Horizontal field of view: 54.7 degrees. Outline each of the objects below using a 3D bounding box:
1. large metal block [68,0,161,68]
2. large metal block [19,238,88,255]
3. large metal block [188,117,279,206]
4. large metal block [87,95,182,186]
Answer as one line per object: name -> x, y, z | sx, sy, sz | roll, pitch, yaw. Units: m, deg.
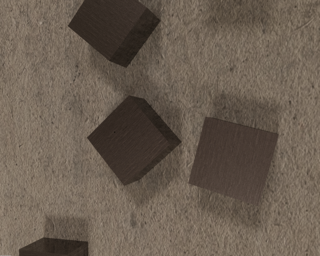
large metal block -> -0.061, -0.141, 0.416 | 0.080, 0.050, 0.080 | 41, 103, 15
large metal block -> -0.152, 0.210, 0.448 | 0.080, 0.050, 0.079 | -2, 89, 19
large metal block -> 0.087, 0.035, 0.365 | 0.080, 0.050, 0.079 | 15, 95, 19
large metal block -> -0.033, 0.016, 0.406 | 0.080, 0.050, 0.080 | -43, 77, 14
